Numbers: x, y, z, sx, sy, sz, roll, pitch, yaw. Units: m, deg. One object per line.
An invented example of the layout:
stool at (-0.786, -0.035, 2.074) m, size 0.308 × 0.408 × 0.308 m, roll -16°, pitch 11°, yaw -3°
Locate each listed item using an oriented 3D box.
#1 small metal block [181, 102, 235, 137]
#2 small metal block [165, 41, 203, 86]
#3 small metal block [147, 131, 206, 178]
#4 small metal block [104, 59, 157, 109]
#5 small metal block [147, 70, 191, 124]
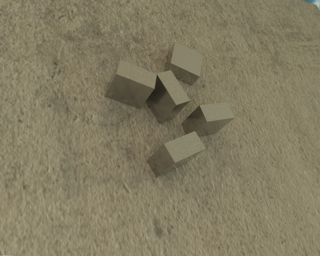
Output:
small metal block at (0.066, -0.010, 0.432) m, size 0.050 × 0.050 × 0.025 m, roll -8°, pitch 66°, yaw -32°
small metal block at (0.037, -0.101, 0.487) m, size 0.050 × 0.025 × 0.050 m, roll 22°, pitch 53°, yaw -15°
small metal block at (0.019, 0.033, 0.380) m, size 0.050 × 0.050 × 0.025 m, roll -20°, pitch 73°, yaw -36°
small metal block at (-0.038, -0.055, 0.402) m, size 0.050 × 0.050 × 0.025 m, roll 20°, pitch 54°, yaw -17°
small metal block at (0.007, -0.041, 0.418) m, size 0.025 × 0.050 × 0.050 m, roll -21°, pitch 73°, yaw -36°
